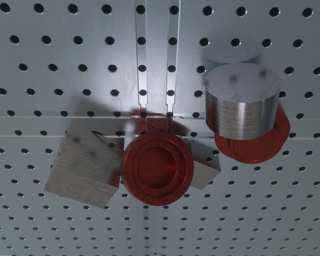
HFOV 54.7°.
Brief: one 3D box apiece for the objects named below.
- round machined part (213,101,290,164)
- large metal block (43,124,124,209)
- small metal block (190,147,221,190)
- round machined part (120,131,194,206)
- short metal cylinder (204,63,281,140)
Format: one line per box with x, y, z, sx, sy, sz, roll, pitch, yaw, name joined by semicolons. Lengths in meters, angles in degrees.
0.122;0.010;0.410;0.099;0.042;0.097;0;130;0;round machined part
-0.099;0.051;0.418;0.080;0.080;0.050;23;126;-19;large metal block
0.055;0.062;0.465;0.050;0.025;0.050;24;126;-19;small metal block
-0.007;0.054;0.423;0.099;0.098;0.042;23;168;-19;round machined part
0.090;-0.032;0.349;0.080;0.080;0.050;-5;130;4;short metal cylinder
